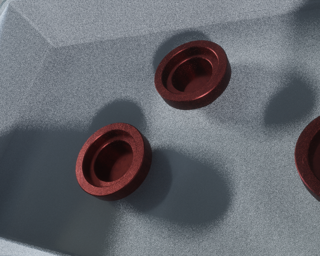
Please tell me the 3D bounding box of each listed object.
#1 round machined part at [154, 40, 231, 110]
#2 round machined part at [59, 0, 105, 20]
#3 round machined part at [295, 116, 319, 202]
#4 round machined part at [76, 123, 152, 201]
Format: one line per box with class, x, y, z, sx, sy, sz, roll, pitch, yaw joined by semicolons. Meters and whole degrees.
round machined part;0.046;-0.065;0.410;0.098;0.042;0.098;-13;56;20
round machined part;-0.153;-0.261;0.635;0.098;0.042;0.098;-13;56;20
round machined part;0.178;0.032;0.279;0.098;0.042;0.098;-16;54;24
round machined part;-0.054;0.045;0.394;0.098;0.042;0.098;-13;56;20
